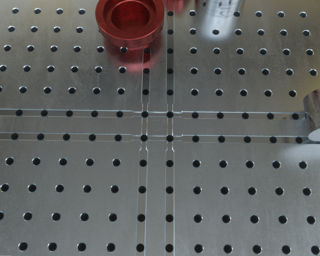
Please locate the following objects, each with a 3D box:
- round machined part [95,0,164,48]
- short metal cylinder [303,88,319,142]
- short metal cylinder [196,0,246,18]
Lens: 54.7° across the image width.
[{"bbox_3d":[-0.043,-0.160,0.461,0.099,0.042,0.098,0,70,0],"label":"round machined part"},{"bbox_3d":[0.227,-0.017,0.390,0.080,0.080,0.050,1,70,0],"label":"short metal cylinder"},{"bbox_3d":[0.097,-0.220,0.479,0.081,0.050,0.080,0,70,0],"label":"short metal cylinder"}]
